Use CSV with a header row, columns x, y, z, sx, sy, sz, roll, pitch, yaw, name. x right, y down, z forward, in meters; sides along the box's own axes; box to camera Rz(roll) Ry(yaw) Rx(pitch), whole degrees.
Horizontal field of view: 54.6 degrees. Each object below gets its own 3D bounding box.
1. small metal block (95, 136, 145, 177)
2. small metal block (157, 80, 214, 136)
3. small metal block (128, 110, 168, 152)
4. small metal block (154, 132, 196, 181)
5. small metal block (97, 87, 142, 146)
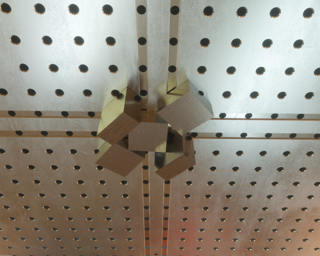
x,y,z,sx,sy,sz,roll,pitch,yaw,name
-0.056,0.038,0.443,0.050,0.025,0.050,30,123,-24,small metal block
0.032,-0.024,0.391,0.050,0.025,0.050,-32,123,25,small metal block
-0.016,0.004,0.414,0.050,0.025,0.050,3,129,-2,small metal block
0.020,0.037,0.426,0.050,0.050,0.025,-35,122,25,small metal block
-0.049,-0.014,0.382,0.025,0.050,0.050,36,122,-27,small metal block
